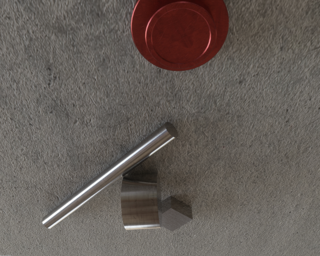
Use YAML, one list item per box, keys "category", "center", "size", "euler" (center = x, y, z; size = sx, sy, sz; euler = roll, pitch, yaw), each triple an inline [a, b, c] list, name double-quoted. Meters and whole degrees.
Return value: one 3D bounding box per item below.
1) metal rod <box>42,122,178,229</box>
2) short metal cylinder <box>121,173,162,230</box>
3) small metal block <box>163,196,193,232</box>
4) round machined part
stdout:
- category: "metal rod"
  center: [-0.090, 0.084, 0.477]
  size: [0.025, 0.025, 0.299]
  euler: [37, 121, -27]
- category: "short metal cylinder"
  center: [-0.026, 0.110, 0.464]
  size: [0.050, 0.080, 0.080]
  euler: [-4, 130, 3]
- category: "small metal block"
  center: [0.020, 0.148, 0.534]
  size: [0.050, 0.025, 0.050]
  euler: [34, 122, -26]
- category: "round machined part"
  center: [0.020, -0.099, 0.312]
  size: [0.099, 0.042, 0.097]
  euler: [0, 130, 0]
